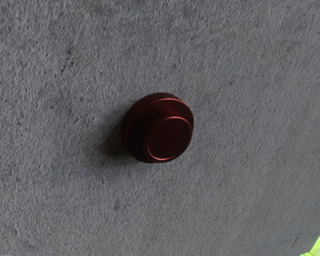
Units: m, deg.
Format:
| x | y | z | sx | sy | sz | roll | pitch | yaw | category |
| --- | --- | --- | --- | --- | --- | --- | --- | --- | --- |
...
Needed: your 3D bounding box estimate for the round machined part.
| x | y | z | sx | sy | sz | roll | pitch | yaw | category |
| --- | --- | --- | --- | --- | --- | --- | --- | --- | --- |
| 0.002 | 0.007 | 0.404 | 0.099 | 0.042 | 0.097 | -14 | 125 | -21 | round machined part |
